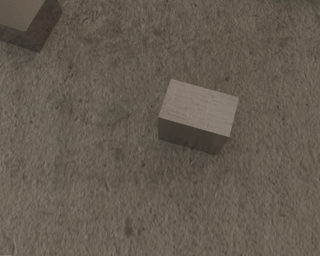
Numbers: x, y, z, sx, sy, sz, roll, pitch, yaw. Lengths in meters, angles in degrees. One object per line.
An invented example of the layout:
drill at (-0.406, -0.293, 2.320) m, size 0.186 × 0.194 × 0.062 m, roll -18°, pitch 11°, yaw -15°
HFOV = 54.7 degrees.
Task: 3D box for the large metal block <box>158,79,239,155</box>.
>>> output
large metal block at (0.044, -0.010, 0.383) m, size 0.080 × 0.080 × 0.050 m, roll 16°, pitch 71°, yaw 5°

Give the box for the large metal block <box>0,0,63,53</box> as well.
large metal block at (-0.204, -0.168, 0.454) m, size 0.080 × 0.050 × 0.080 m, roll 19°, pitch 71°, yaw 6°
